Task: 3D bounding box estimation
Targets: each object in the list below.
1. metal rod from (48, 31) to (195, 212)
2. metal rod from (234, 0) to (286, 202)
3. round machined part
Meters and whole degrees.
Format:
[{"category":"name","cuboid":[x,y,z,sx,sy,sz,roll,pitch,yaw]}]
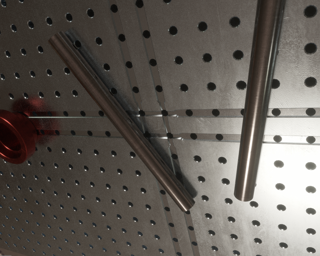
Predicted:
[{"category":"metal rod","cuboid":[-0.047,-0.002,0.432,0.025,0.025,0.299,-30,103,37]},{"category":"metal rod","cuboid":[0.105,-0.040,0.330,0.025,0.025,0.298,12,123,21]},{"category":"round machined part","cuboid":[-0.255,0.011,0.538,0.098,0.042,0.097,13,124,20]}]
